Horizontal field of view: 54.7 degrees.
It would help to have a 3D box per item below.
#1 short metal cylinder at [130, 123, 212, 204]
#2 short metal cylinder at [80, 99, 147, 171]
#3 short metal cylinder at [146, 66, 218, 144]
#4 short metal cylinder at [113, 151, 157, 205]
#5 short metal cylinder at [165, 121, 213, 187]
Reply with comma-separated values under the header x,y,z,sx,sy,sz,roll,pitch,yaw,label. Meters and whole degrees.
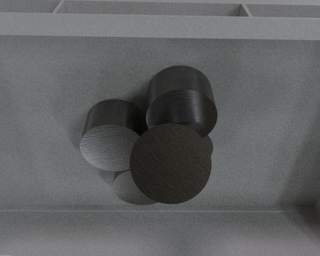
x,y,z,sx,sy,sz,roll,pitch,yaw,label
0.013,0.035,0.328,0.080,0.050,0.079,0,90,6,short metal cylinder
-0.057,0.010,0.398,0.081,0.050,0.079,0,130,0,short metal cylinder
0.024,-0.026,0.368,0.081,0.050,0.079,0,130,0,short metal cylinder
-0.025,0.067,0.446,0.081,0.050,0.079,0,130,0,short metal cylinder
0.022,0.033,0.400,0.081,0.080,0.050,10,129,-9,short metal cylinder
